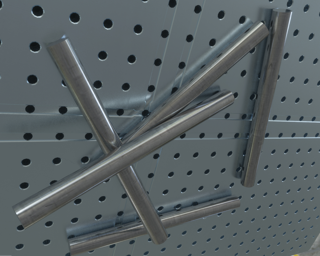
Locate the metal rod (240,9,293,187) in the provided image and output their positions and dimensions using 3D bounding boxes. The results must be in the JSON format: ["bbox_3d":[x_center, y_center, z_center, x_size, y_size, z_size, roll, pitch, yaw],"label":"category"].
[{"bbox_3d":[0.160,-0.027,0.484,0.025,0.025,0.298,-14,124,-21],"label":"metal rod"}]

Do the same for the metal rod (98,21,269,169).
[{"bbox_3d":[0.020,-0.032,0.404,0.300,0.025,0.025,-41,130,-1],"label":"metal rod"}]

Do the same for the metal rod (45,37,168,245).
[{"bbox_3d":[-0.051,0.036,0.376,0.025,0.025,0.299,-29,119,-11],"label":"metal rod"}]

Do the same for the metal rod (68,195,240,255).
[{"bbox_3d":[0.005,0.155,0.511,0.303,0.025,0.025,-8,122,-25],"label":"metal rod"}]

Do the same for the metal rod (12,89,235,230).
[{"bbox_3d":[-0.018,0.020,0.364,0.302,0.025,0.025,-29,130,-30],"label":"metal rod"}]
